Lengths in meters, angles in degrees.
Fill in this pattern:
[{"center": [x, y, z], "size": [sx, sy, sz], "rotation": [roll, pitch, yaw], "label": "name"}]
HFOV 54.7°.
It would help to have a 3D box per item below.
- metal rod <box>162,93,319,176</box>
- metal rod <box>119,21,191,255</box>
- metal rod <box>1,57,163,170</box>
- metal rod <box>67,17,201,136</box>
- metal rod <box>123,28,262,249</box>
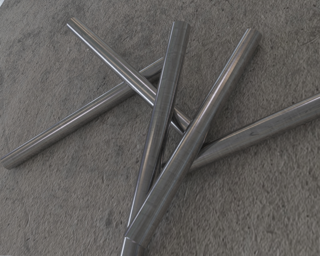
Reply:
[{"center": [0.140, -0.011, 0.336], "size": [0.300, 0.025, 0.025], "rotation": [-25, 53, 12], "label": "metal rod"}, {"center": [-0.003, 0.011, 0.364], "size": [0.025, 0.025, 0.299], "rotation": [4, 74, 30], "label": "metal rod"}, {"center": [-0.118, -0.019, 0.477], "size": [0.300, 0.025, 0.025], "rotation": [-30, 52, 8], "label": "metal rod"}, {"center": [-0.049, -0.080, 0.444], "size": [0.025, 0.025, 0.300], "rotation": [-44, 62, -2], "label": "metal rod"}, {"center": [0.050, -0.007, 0.355], "size": [0.025, 0.025, 0.300], "rotation": [16, 61, 34], "label": "metal rod"}]
